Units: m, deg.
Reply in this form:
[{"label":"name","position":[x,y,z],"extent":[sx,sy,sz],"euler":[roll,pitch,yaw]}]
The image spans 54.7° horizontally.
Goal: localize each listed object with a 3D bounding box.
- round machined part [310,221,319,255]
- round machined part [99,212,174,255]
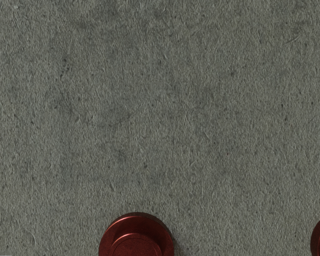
[{"label":"round machined part","position":[0.255,0.160,0.403],"extent":[0.099,0.042,0.097],"euler":[0,90,0]},{"label":"round machined part","position":[-0.031,0.163,0.401],"extent":[0.099,0.042,0.097],"euler":[0,90,0]}]
